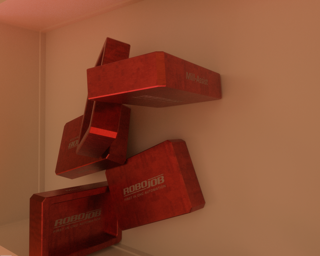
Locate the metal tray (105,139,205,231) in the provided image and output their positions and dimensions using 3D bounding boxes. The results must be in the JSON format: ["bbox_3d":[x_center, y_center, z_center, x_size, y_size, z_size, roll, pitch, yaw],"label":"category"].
[{"bbox_3d":[-0.012,0.078,0.412,0.130,0.030,0.090,-27,73,36],"label":"metal tray"}]

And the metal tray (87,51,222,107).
[{"bbox_3d":[-0.001,-0.045,0.331,0.090,0.131,0.030,-6,87,33],"label":"metal tray"}]

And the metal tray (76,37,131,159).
[{"bbox_3d":[-0.072,-0.036,0.392,0.090,0.030,0.130,138,142,-57],"label":"metal tray"}]

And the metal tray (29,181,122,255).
[{"bbox_3d":[-0.110,0.127,0.427,0.030,0.131,0.089,2,91,40],"label":"metal tray"}]

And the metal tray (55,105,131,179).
[{"bbox_3d":[-0.102,0.020,0.465,0.130,0.030,0.090,-20,56,38],"label":"metal tray"}]
